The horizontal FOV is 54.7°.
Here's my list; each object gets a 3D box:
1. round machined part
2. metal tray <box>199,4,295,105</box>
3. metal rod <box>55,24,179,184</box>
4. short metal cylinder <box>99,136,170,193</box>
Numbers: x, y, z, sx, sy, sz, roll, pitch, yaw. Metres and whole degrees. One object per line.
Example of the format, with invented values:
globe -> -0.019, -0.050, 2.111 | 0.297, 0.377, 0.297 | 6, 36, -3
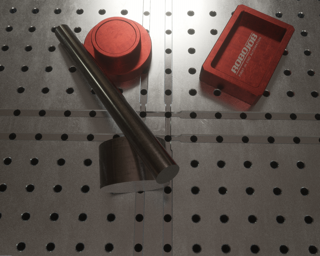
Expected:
round machined part -> -0.061, -0.120, 0.446 | 0.099, 0.042, 0.098 | 0, 70, 0
metal tray -> 0.126, -0.109, 0.450 | 0.090, 0.030, 0.130 | 28, 72, 9
metal rod -> -0.069, -0.050, 0.375 | 0.025, 0.025, 0.300 | -31, 53, -11
short metal cylinder -> -0.031, 0.045, 0.366 | 0.081, 0.080, 0.050 | -5, 71, -2
